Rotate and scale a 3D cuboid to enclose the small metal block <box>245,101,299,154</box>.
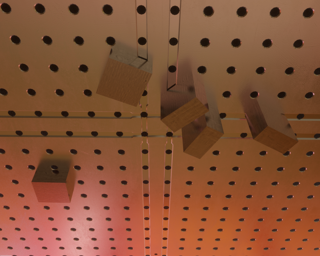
[{"bbox_3d":[0.141,-0.001,0.395,0.050,0.050,0.025,24,126,-19],"label":"small metal block"}]

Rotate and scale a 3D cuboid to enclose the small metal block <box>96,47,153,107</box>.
[{"bbox_3d":[-0.041,-0.058,0.362,0.050,0.025,0.050,18,128,-15],"label":"small metal block"}]

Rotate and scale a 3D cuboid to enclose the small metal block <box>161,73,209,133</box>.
[{"bbox_3d":[0.028,-0.030,0.370,0.050,0.050,0.025,-33,123,24],"label":"small metal block"}]

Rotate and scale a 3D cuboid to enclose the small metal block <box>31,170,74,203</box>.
[{"bbox_3d":[-0.168,0.092,0.489,0.050,0.025,0.050,2,130,-2],"label":"small metal block"}]

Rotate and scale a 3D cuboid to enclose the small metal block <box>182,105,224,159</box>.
[{"bbox_3d":[0.053,0.003,0.398,0.025,0.050,0.050,24,126,-19],"label":"small metal block"}]
